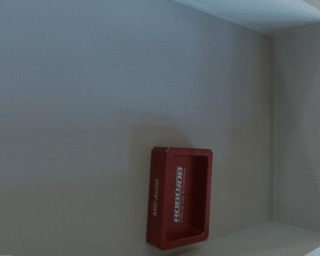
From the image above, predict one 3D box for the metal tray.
[{"bbox_3d":[0.029,0.092,0.427,0.091,0.030,0.129,6,87,-40],"label":"metal tray"}]
